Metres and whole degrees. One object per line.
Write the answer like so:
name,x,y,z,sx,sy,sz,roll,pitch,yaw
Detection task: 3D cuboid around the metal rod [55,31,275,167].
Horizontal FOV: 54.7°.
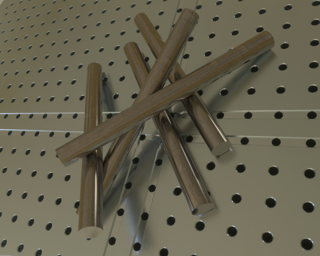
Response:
metal rod,0.013,-0.040,0.384,0.301,0.025,0.025,-30,51,-8

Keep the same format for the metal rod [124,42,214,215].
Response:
metal rod,-0.001,-0.023,0.421,0.025,0.025,0.299,-30,52,9

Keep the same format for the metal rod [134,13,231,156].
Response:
metal rod,0.019,-0.083,0.447,0.025,0.025,0.300,-32,52,7

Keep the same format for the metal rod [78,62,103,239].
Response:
metal rod,-0.091,0.003,0.421,0.025,0.025,0.300,-24,43,13

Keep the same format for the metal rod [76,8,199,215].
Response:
metal rod,-0.026,-0.022,0.404,0.025,0.025,0.299,23,83,36
